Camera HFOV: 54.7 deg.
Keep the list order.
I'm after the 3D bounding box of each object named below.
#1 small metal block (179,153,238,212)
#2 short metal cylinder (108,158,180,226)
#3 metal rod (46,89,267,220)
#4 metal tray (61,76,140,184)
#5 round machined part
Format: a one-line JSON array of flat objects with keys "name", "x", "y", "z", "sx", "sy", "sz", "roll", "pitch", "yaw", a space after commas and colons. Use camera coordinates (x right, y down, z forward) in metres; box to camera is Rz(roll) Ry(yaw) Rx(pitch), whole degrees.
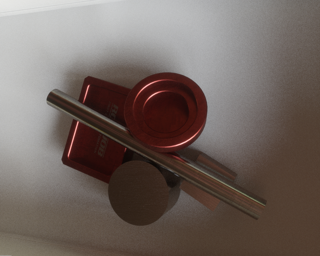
[{"name": "small metal block", "x": 0.060, "y": 0.066, "z": 0.387, "sx": 0.050, "sy": 0.025, "sz": 0.050, "roll": 33, "pitch": 100, "yaw": 16}, {"name": "short metal cylinder", "x": -0.019, "y": 0.079, "z": 0.401, "sx": 0.080, "sy": 0.050, "sz": 0.079, "roll": 0, "pitch": 90, "yaw": 19}, {"name": "metal rod", "x": -0.016, "y": 0.025, "z": 0.383, "sx": 0.301, "sy": 0.025, "sz": 0.025, "roll": 27, "pitch": 99, "yaw": 15}, {"name": "metal tray", "x": -0.076, "y": 0.002, "z": 0.431, "sx": 0.090, "sy": 0.030, "sz": 0.129, "roll": 20, "pitch": 96, "yaw": 18}, {"name": "round machined part", "x": 0.008, "y": -0.016, "z": 0.383, "sx": 0.099, "sy": 0.042, "sz": 0.098, "roll": -2, "pitch": 68, "yaw": 5}]
